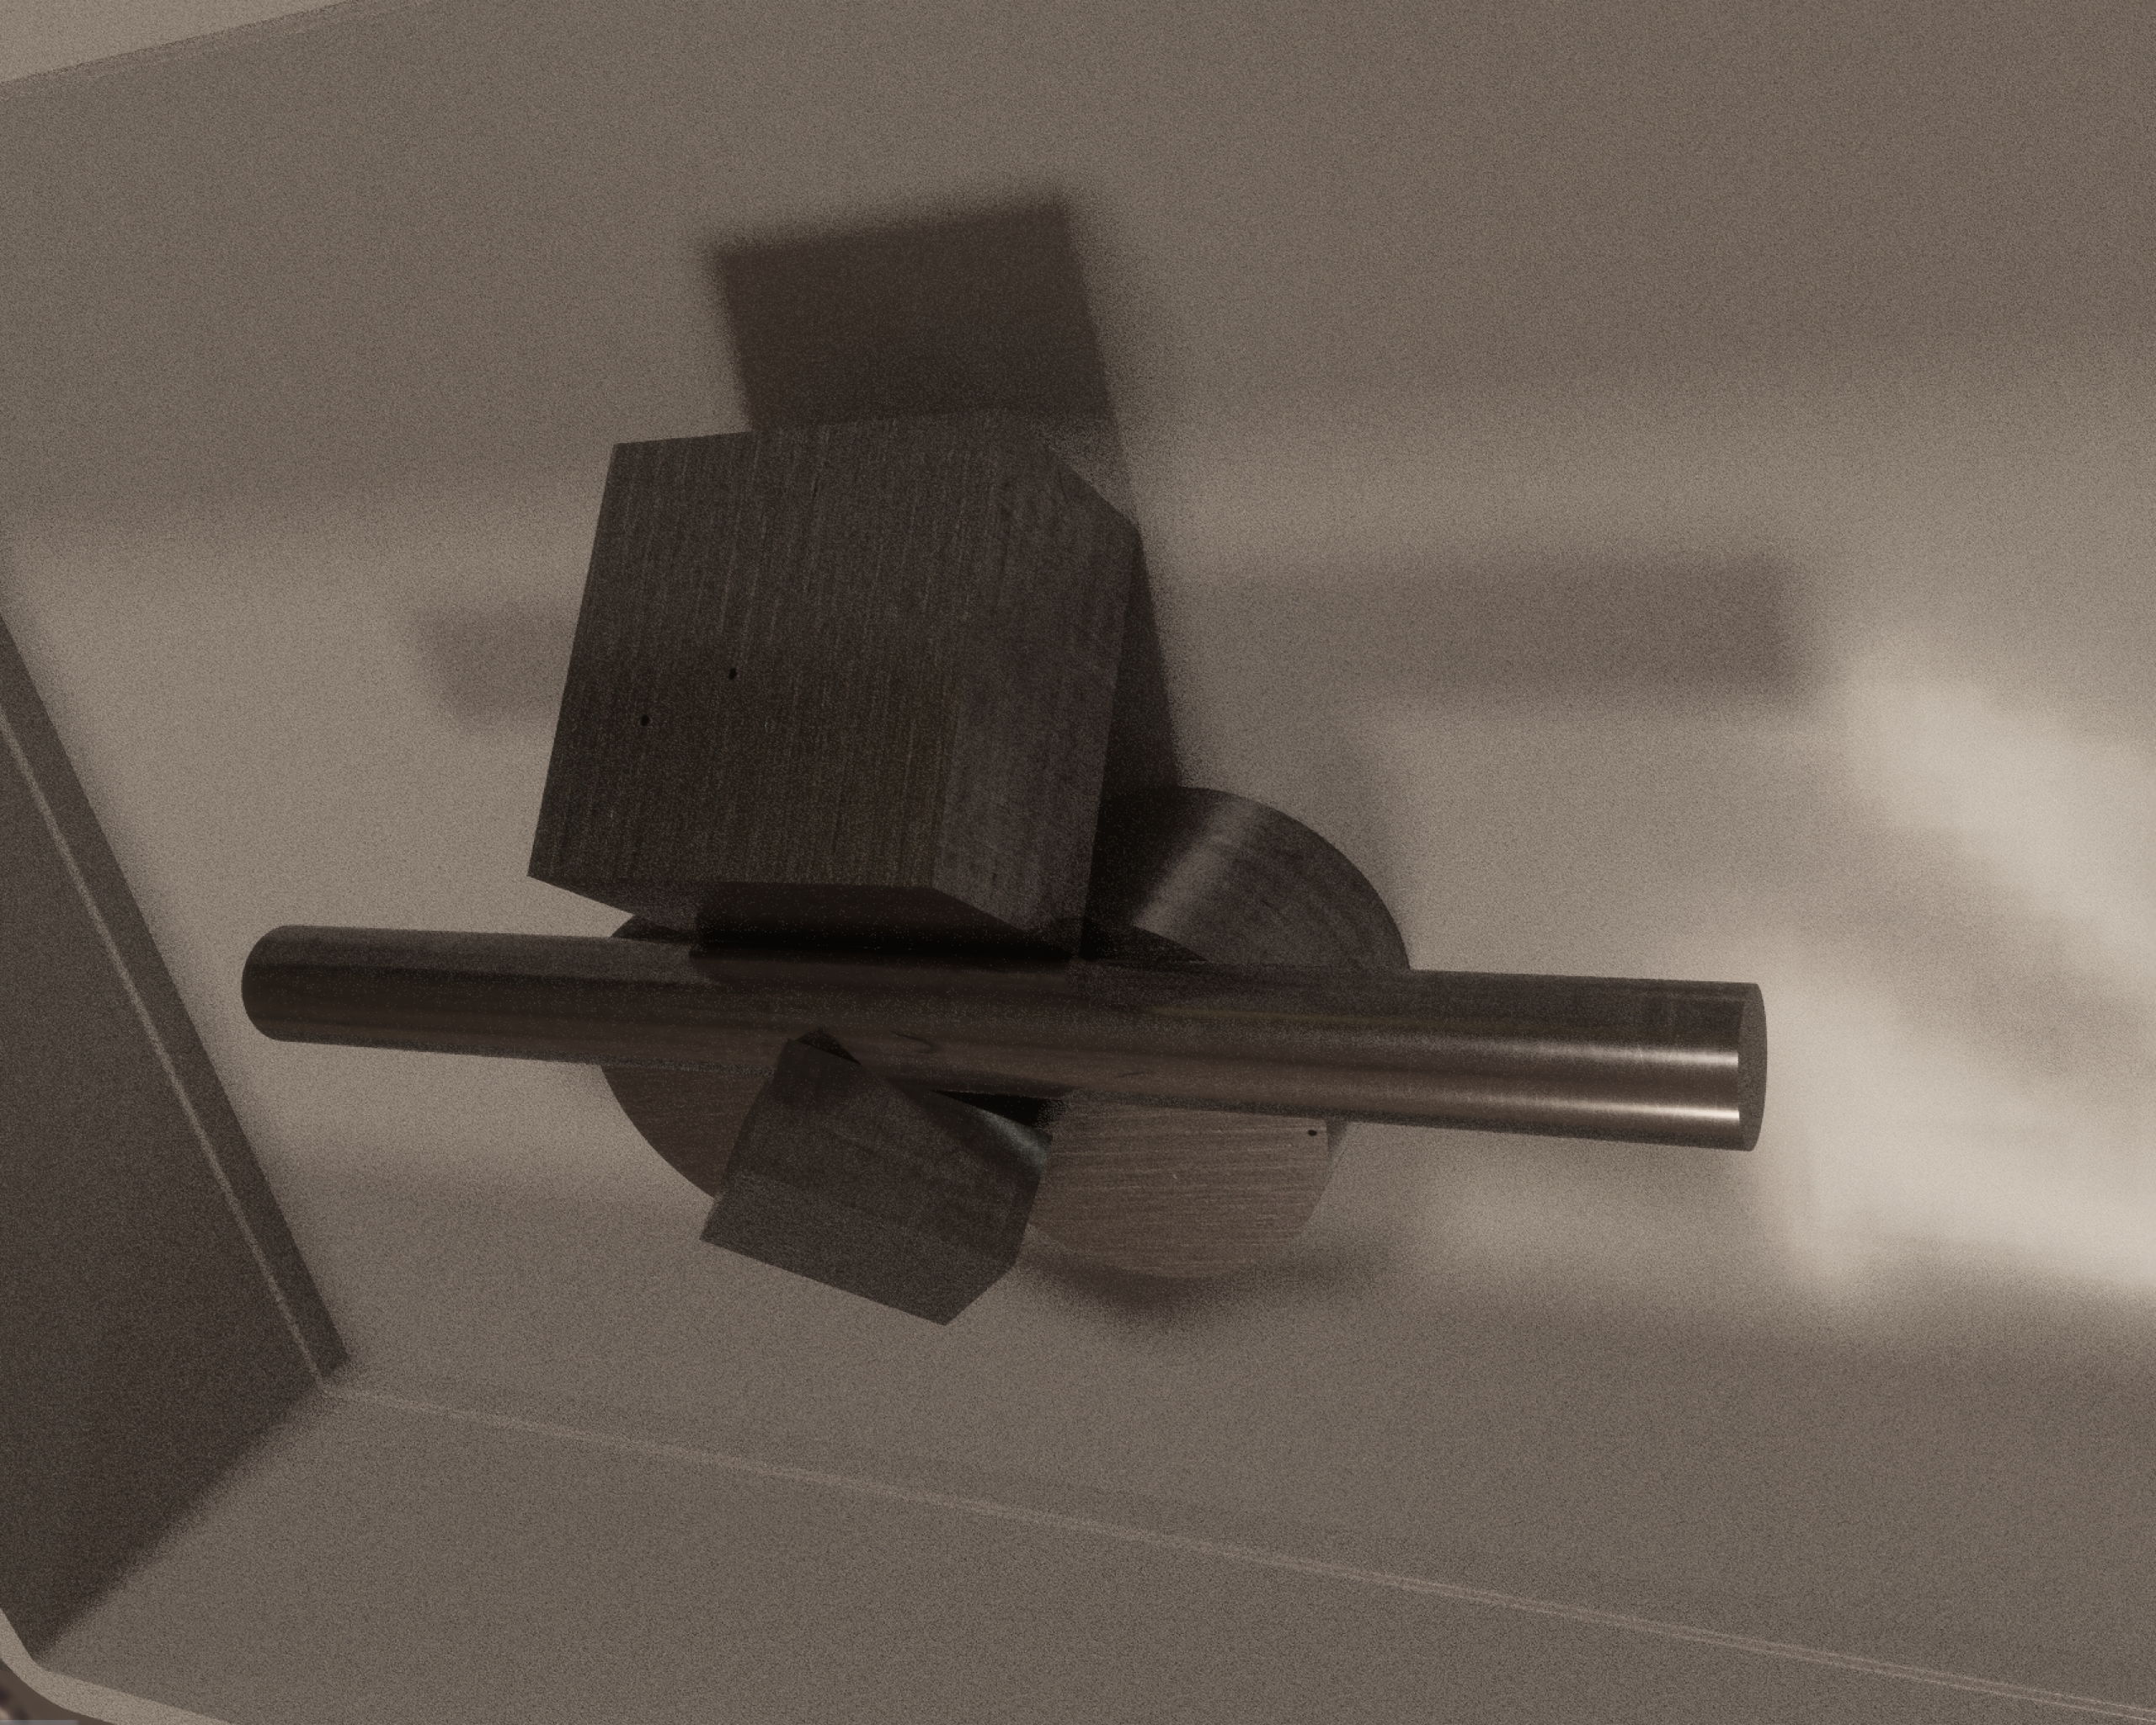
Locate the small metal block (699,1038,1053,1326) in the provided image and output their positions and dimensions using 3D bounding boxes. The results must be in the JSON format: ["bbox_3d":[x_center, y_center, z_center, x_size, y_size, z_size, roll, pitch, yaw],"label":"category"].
[{"bbox_3d":[-0.038,0.060,0.384,0.050,0.025,0.050,21,151,-8],"label":"small metal block"}]

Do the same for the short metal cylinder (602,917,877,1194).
[{"bbox_3d":[-0.054,0.031,0.437,0.080,0.050,0.079,13,124,20],"label":"short metal cylinder"}]

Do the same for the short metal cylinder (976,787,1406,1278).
[{"bbox_3d":[0.018,0.032,0.400,0.080,0.050,0.079,13,124,20],"label":"short metal cylinder"}]

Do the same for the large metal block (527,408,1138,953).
[{"bbox_3d":[-0.041,-0.029,0.366,0.080,0.050,0.080,1,76,27],"label":"large metal block"}]

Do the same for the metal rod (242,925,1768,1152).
[{"bbox_3d":[-0.034,0.028,0.376,0.301,0.025,0.025,1,119,27],"label":"metal rod"}]
